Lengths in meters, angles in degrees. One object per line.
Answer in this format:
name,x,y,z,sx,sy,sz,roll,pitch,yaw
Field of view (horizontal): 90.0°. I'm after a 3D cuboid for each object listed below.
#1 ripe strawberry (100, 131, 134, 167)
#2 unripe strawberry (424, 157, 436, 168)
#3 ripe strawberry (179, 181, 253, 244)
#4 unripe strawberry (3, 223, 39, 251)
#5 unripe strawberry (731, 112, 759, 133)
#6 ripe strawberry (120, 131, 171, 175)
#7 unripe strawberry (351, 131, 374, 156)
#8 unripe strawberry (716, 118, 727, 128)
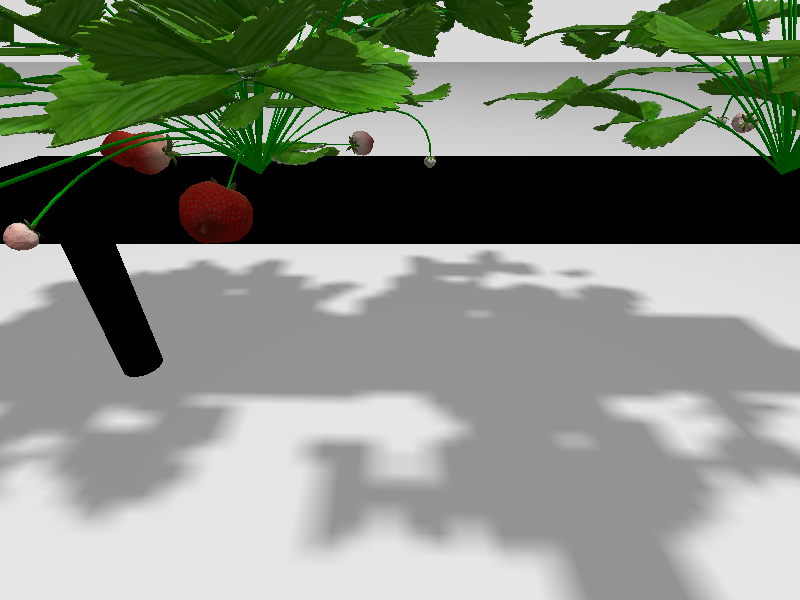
ripe strawberry,-0.248,-0.134,0.355,0.031,0.030,0.034,5,33,8
unripe strawberry,0.026,-0.119,0.346,0.010,0.010,0.009,-1,32,-2
ripe strawberry,-0.098,-0.045,0.212,0.037,0.032,0.037,-5,33,-7
unripe strawberry,-0.200,-0.033,0.211,0.012,0.014,0.014,15,-32,23
unripe strawberry,0.431,-0.222,0.501,0.027,0.024,0.025,16,26,23
ripe strawberry,-0.213,-0.123,0.336,0.038,0.032,0.038,-1,32,0
unripe strawberry,-0.037,-0.159,0.404,0.024,0.023,0.022,-26,40,-35
unripe strawberry,0.400,-0.221,0.499,0.011,0.012,0.011,11,34,17
